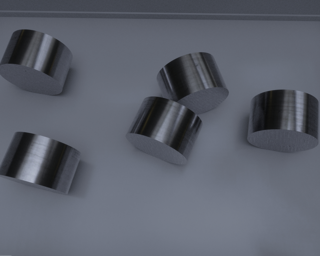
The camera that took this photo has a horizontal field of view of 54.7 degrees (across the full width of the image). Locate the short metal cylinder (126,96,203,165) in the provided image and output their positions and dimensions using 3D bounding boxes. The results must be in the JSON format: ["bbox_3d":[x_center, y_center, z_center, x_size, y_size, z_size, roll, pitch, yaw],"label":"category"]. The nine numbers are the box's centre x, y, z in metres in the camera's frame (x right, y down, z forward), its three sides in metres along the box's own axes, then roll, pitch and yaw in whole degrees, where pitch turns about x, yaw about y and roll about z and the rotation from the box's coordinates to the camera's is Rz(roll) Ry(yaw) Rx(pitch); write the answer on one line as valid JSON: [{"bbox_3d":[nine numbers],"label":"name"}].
[{"bbox_3d":[0.005,0.004,0.379,0.080,0.080,0.050,22,72,8],"label":"short metal cylinder"}]

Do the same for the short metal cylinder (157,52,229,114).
[{"bbox_3d":[0.041,-0.053,0.400,0.080,0.080,0.050,-16,71,-6],"label":"short metal cylinder"}]

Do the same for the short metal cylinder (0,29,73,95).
[{"bbox_3d":[-0.163,-0.084,0.410,0.080,0.080,0.050,10,71,3],"label":"short metal cylinder"}]

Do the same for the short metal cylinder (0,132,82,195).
[{"bbox_3d":[-0.140,0.043,0.364,0.080,0.080,0.050,13,71,5],"label":"short metal cylinder"}]

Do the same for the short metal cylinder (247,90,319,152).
[{"bbox_3d":[0.152,-0.007,0.384,0.080,0.080,0.050,10,71,3],"label":"short metal cylinder"}]
